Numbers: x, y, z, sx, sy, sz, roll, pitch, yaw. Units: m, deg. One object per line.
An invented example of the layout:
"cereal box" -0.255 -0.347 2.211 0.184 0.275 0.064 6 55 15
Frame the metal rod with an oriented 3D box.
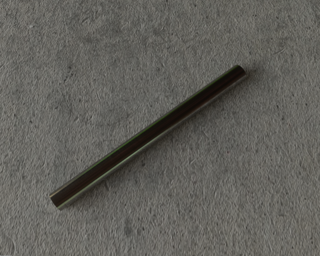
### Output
"metal rod" -0.006 0.006 0.408 0.301 0.025 0.025 -35 74 -12
